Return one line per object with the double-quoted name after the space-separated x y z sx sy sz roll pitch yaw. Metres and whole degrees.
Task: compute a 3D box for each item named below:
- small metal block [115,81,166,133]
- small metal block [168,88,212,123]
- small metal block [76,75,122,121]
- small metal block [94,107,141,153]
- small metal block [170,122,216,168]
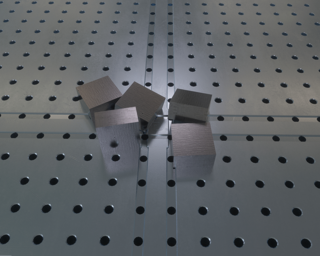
-0.028 -0.030 0.426 0.050 0.025 0.050 29 55 7 "small metal block"
0.042 -0.030 0.422 0.050 0.025 0.050 12 29 9 "small metal block"
-0.085 -0.043 0.444 0.050 0.025 0.050 -25 54 -19 "small metal block"
-0.052 0.003 0.389 0.050 0.050 0.025 -9 51 -7 "small metal block"
0.040 0.021 0.391 0.050 0.025 0.050 -2 50 -2 "small metal block"
